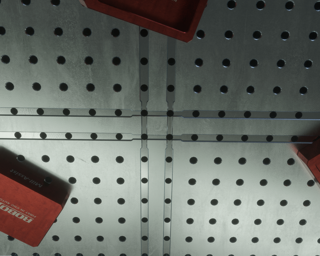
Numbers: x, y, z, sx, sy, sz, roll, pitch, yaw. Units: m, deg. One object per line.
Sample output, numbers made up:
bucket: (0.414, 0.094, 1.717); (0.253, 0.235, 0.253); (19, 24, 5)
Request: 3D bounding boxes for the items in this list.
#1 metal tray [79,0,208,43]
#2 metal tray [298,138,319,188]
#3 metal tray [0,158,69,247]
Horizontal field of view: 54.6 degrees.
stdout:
metal tray: (-0.009, -0.152, 0.324); (0.131, 0.030, 0.089); (9, 113, -33)
metal tray: (0.268, 0.063, 0.435); (0.090, 0.030, 0.130); (-36, 106, 12)
metal tray: (-0.213, 0.106, 0.448); (0.130, 0.030, 0.090); (32, 107, -11)
